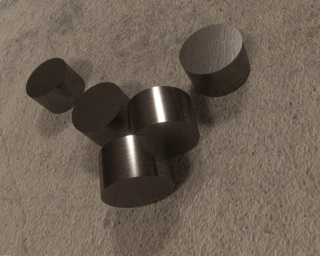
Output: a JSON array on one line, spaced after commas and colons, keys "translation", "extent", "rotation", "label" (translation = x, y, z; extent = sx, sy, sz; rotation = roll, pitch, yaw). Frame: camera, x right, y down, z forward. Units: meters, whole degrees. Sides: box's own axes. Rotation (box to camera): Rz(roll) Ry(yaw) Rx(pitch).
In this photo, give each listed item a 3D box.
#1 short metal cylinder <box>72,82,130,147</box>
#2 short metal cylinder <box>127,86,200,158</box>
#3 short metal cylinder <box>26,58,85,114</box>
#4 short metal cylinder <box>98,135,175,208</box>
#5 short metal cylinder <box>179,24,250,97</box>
[{"translation": [-0.075, -0.017, 0.436], "extent": [0.080, 0.050, 0.080], "rotation": [-13, 56, 20], "label": "short metal cylinder"}, {"translation": [0.003, -0.004, 0.369], "extent": [0.080, 0.080, 0.050], "rotation": [-21, 54, 15], "label": "short metal cylinder"}, {"translation": [-0.175, -0.071, 0.520], "extent": [0.080, 0.050, 0.080], "rotation": [-13, 56, 20], "label": "short metal cylinder"}, {"translation": [-0.028, 0.051, 0.351], "extent": [0.080, 0.080, 0.050], "rotation": [-22, 54, 14], "label": "short metal cylinder"}, {"translation": [0.072, -0.087, 0.403], "extent": [0.080, 0.050, 0.080], "rotation": [-13, 56, 20], "label": "short metal cylinder"}]
